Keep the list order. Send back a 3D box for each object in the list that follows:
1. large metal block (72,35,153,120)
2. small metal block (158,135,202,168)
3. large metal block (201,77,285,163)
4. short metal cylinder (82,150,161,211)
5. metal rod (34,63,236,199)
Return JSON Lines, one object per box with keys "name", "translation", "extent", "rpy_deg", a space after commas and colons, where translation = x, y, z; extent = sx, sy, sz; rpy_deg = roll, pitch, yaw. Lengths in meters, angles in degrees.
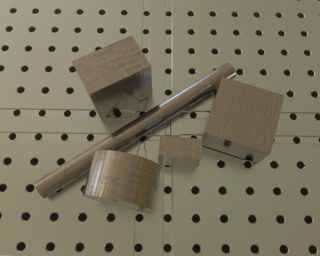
{"name": "large metal block", "translation": [-0.058, -0.063, 0.406], "extent": [0.080, 0.080, 0.050], "rpy_deg": [-27, 73, -10]}
{"name": "small metal block", "translation": [0.024, 0.031, 0.388], "extent": [0.050, 0.050, 0.025], "rpy_deg": [5, 70, 1]}
{"name": "large metal block", "translation": [0.104, -0.009, 0.400], "extent": [0.080, 0.050, 0.080], "rpy_deg": [18, 71, 6]}
{"name": "short metal cylinder", "translation": [-0.043, 0.062, 0.359], "extent": [0.080, 0.080, 0.050], "rpy_deg": [11, 71, 3]}
{"name": "metal rod", "translation": [-0.024, -0.003, 0.412], "extent": [0.301, 0.025, 0.025], "rpy_deg": [-33, 74, -12]}
